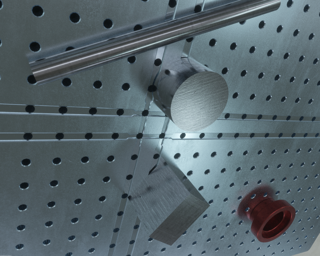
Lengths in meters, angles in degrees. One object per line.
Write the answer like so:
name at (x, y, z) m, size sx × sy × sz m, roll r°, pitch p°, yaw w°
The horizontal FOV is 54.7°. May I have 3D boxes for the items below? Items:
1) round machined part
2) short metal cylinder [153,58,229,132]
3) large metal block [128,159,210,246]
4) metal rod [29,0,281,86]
round machined part at (0.229, 0.187, 0.645) m, size 0.099 × 0.042 × 0.097 m, roll -14°, pitch 125°, yaw -21°
short metal cylinder at (0.038, -0.042, 0.392) m, size 0.081 × 0.050 × 0.079 m, roll -14°, pitch 124°, yaw -21°
large metal block at (0.011, 0.106, 0.449) m, size 0.080 × 0.080 × 0.050 m, roll -47°, pitch 129°, yaw 5°
metal rod at (0.009, -0.107, 0.350) m, size 0.302 × 0.025 × 0.025 m, roll -22°, pitch 127°, yaw -16°
